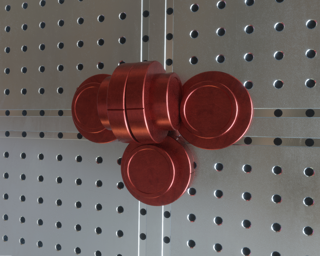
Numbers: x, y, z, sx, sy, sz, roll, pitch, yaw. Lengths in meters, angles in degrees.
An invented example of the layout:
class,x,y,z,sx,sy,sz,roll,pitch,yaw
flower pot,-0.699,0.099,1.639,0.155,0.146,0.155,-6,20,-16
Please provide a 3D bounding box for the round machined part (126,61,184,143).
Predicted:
class,x,y,z,sx,sy,sz,roll,pitch,yaw
round machined part,0.000,-0.031,0.367,0.042,0.098,0.097,-1,90,20

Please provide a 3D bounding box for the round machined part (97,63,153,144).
class,x,y,z,sx,sy,sz,roll,pitch,yaw
round machined part,-0.042,-0.030,0.381,0.042,0.098,0.097,1,91,20

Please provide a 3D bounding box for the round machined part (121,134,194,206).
class,x,y,z,sx,sy,sz,roll,pitch,yaw
round machined part,-0.007,0.054,0.405,0.098,0.042,0.097,0,90,19

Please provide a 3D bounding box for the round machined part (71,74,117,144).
class,x,y,z,sx,sy,sz,roll,pitch,yaw
round machined part,-0.083,-0.027,0.431,0.098,0.042,0.097,0,90,19

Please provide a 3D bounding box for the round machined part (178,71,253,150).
class,x,y,z,sx,sy,sz,roll,pitch,yaw
round machined part,0.062,-0.022,0.380,0.098,0.042,0.097,0,90,19
